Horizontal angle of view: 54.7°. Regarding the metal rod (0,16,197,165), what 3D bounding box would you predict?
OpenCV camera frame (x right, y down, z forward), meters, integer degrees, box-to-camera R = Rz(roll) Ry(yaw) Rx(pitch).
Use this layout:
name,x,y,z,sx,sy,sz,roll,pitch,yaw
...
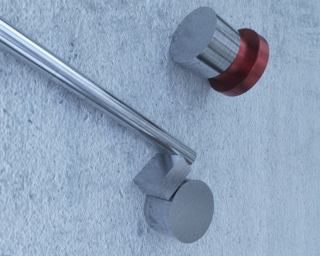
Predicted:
name,x,y,z,sx,sy,sz,roll,pitch,yaw
metal rod,-0.060,-0.028,0.354,0.301,0.025,0.025,35,69,-35

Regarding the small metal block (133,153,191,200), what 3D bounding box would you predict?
name,x,y,z,sx,sy,sz,roll,pitch,yaw
small metal block,0.002,0.059,0.391,0.050,0.050,0.025,-47,118,-30

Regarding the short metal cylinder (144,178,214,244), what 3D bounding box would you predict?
name,x,y,z,sx,sy,sz,roll,pitch,yaw
short metal cylinder,0.026,0.105,0.411,0.081,0.050,0.079,0,90,-40

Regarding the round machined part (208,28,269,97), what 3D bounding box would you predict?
name,x,y,z,sx,sy,sz,roll,pitch,yaw
round machined part,0.102,-0.098,0.443,0.042,0.098,0.098,20,78,-31

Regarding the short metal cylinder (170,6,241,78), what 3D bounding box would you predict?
name,x,y,z,sx,sy,sz,roll,pitch,yaw
short metal cylinder,0.060,-0.114,0.419,0.050,0.080,0.080,23,75,-38
